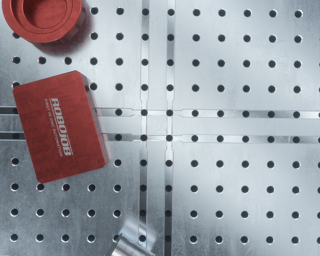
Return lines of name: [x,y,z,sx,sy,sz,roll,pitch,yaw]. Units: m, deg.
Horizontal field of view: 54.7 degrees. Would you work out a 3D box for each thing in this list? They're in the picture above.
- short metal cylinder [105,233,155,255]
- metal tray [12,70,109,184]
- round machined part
short metal cylinder: [-0.049,0.180,0.386,0.050,0.080,0.080,34,90,0]
metal tray: [-0.129,-0.001,0.410,0.090,0.030,0.129,-15,90,0]
round machined part: [-0.146,-0.154,0.403,0.099,0.042,0.097,0,90,0]
